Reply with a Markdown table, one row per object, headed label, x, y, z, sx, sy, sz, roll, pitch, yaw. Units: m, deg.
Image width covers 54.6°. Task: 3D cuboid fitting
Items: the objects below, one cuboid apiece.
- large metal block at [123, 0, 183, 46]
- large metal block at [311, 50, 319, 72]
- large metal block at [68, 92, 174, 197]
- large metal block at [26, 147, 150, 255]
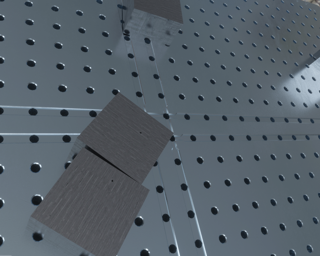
| label | x | y | z | sx | sy | sz | roll | pitch | yaw |
| --- | --- | --- | --- | --- | --- | --- | --- | --- | --- |
| large metal block | -0.014 | -0.189 | 0.499 | 0.081 | 0.050 | 0.080 | 9 | 58 | -23 |
| large metal block | 0.395 | -0.151 | 0.676 | 0.080 | 0.080 | 0.050 | 39 | 51 | -2 |
| large metal block | -0.044 | 0.020 | 0.356 | 0.080 | 0.050 | 0.080 | 37 | 51 | -4 |
| large metal block | -0.069 | 0.080 | 0.306 | 0.080 | 0.050 | 0.080 | 34 | 51 | -6 |
